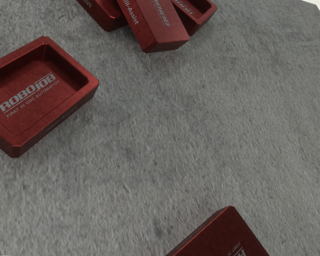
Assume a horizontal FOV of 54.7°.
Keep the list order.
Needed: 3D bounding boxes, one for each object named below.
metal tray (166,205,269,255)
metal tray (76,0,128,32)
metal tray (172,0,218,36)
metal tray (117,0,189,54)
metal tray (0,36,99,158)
[{"bbox_3d":[0.060,0.157,0.339,0.131,0.030,0.090,-27,77,-37],"label":"metal tray"},{"bbox_3d":[-0.089,-0.218,0.487,0.130,0.030,0.091,48,51,5],"label":"metal tray"},{"bbox_3d":[0.032,-0.235,0.561,0.130,0.030,0.090,40,50,-1],"label":"metal tray"},{"bbox_3d":[-0.016,-0.182,0.477,0.091,0.030,0.130,-24,87,-49],"label":"metal tray"},{"bbox_3d":[-0.144,-0.040,0.347,0.090,0.030,0.131,41,51,-1],"label":"metal tray"}]
